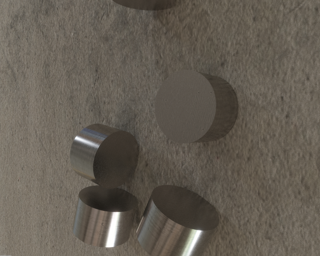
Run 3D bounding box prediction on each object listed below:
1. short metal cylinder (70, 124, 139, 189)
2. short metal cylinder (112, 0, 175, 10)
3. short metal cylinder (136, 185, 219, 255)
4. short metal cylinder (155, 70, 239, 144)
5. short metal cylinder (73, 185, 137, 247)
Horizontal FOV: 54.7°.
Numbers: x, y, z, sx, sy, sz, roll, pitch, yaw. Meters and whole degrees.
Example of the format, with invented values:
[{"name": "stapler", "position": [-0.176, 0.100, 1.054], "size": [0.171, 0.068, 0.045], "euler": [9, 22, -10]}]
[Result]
[{"name": "short metal cylinder", "position": [-0.076, 0.038, 0.429], "size": [0.050, 0.081, 0.079], "euler": [15, 99, 39]}, {"name": "short metal cylinder", "position": [-0.020, -0.184, 0.384], "size": [0.080, 0.081, 0.050], "euler": [8, 96, 39]}, {"name": "short metal cylinder", "position": [0.020, 0.108, 0.351], "size": [0.080, 0.081, 0.050], "euler": [34, 111, 34]}, {"name": "short metal cylinder", "position": [0.041, -0.023, 0.353], "size": [0.080, 0.050, 0.079], "euler": [0, 90, 39]}, {"name": "short metal cylinder", "position": [-0.076, 0.119, 0.429], "size": [0.080, 0.081, 0.050], "euler": [21, 103, 38]}]
